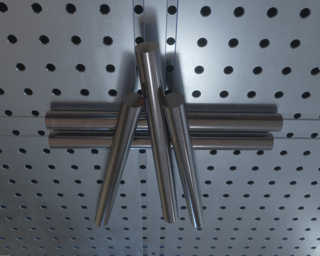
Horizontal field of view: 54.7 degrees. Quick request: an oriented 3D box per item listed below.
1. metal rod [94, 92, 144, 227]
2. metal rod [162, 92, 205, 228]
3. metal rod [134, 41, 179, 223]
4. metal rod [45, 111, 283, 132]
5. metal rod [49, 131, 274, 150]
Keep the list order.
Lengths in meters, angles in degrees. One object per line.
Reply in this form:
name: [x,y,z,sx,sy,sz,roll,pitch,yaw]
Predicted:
metal rod: [-0.066,0.067,0.443,0.025,0.025,0.298,11,136,-10]
metal rod: [0.041,0.068,0.446,0.025,0.025,0.299,-8,137,6]
metal rod: [0.002,0.031,0.406,0.025,0.025,0.298,-5,130,4]
metal rod: [0.006,-0.009,0.405,0.302,0.025,0.025,1,130,-1]
metal rod: [0.003,0.018,0.427,0.302,0.025,0.025,1,130,-1]
